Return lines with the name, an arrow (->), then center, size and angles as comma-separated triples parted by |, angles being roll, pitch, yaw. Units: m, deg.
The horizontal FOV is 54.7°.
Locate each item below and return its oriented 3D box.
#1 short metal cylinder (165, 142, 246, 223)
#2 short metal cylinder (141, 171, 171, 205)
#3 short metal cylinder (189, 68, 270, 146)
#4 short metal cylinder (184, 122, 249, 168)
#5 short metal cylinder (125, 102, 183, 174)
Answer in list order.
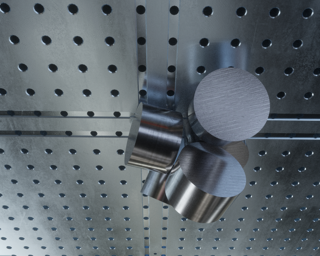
short metal cylinder -> 0.052, 0.062, 0.362 | 0.081, 0.080, 0.050 | 13, 129, -11
short metal cylinder -> 0.019, 0.083, 0.439 | 0.080, 0.050, 0.080 | 22, 168, 5
short metal cylinder -> 0.075, -0.021, 0.349 | 0.081, 0.080, 0.050 | 2, 170, -2
short metal cylinder -> 0.073, 0.023, 0.414 | 0.081, 0.050, 0.079 | 0, 129, 0
short metal cylinder -> -0.009, 0.013, 0.386 | 0.050, 0.080, 0.079 | 15, 129, -12
